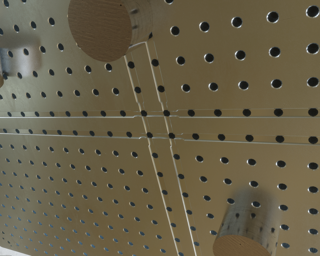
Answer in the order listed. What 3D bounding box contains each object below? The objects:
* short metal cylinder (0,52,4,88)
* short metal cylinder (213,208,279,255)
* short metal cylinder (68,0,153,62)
[{"bbox_3d":[-0.284,-0.091,0.469,0.080,0.080,0.050,23,127,14],"label":"short metal cylinder"},{"bbox_3d":[0.120,0.160,0.431,0.080,0.050,0.079,13,124,21],"label":"short metal cylinder"},{"bbox_3d":[-0.055,-0.121,0.349,0.080,0.050,0.079,13,124,21],"label":"short metal cylinder"}]
